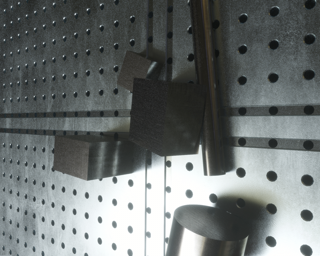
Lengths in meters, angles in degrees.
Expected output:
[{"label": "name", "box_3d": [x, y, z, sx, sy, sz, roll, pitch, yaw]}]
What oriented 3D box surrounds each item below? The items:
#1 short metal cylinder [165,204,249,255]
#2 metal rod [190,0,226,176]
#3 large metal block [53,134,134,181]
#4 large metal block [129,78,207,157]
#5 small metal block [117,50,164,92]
[{"label": "short metal cylinder", "box_3d": [0.050, 0.123, 0.333, 0.080, 0.081, 0.050, 17, 101, 38]}, {"label": "metal rod", "box_3d": [0.052, -0.095, 0.366, 0.025, 0.025, 0.298, -7, 85, 40]}, {"label": "large metal block", "box_3d": [-0.097, 0.039, 0.454, 0.080, 0.081, 0.050, 7, 95, 40]}, {"label": "large metal block", "box_3d": [0.006, -0.016, 0.371, 0.080, 0.050, 0.079, 20, 107, 56]}, {"label": "small metal block", "box_3d": [-0.029, -0.076, 0.433, 0.050, 0.025, 0.050, 32, 110, 35]}]
